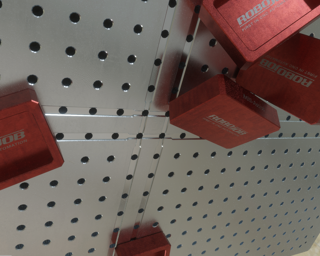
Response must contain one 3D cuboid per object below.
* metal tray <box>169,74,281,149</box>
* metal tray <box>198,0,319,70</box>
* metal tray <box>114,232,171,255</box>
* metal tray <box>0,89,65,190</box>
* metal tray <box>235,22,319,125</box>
[{"bbox_3d":[0.088,-0.016,0.417,0.131,0.030,0.090,23,143,-37],"label":"metal tray"},{"bbox_3d":[0.122,-0.139,0.355,0.130,0.030,0.090,-36,85,-5],"label":"metal tray"},{"bbox_3d":[-0.033,0.250,0.546,0.091,0.030,0.129,-8,122,-25],"label":"metal tray"},{"bbox_3d":[-0.180,0.023,0.324,0.131,0.030,0.089,-22,127,-16],"label":"metal tray"},{"bbox_3d":[0.166,-0.072,0.390,0.030,0.130,0.089,1,118,-39],"label":"metal tray"}]
